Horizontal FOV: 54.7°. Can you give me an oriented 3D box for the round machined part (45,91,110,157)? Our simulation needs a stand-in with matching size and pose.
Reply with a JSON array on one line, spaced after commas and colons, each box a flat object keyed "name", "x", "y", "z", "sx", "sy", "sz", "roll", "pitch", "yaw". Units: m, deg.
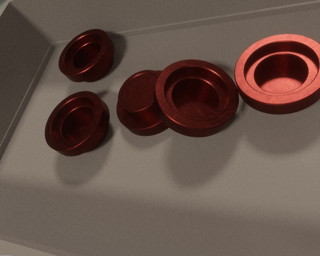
[{"name": "round machined part", "x": -0.115, "y": -0.002, "z": 0.455, "sx": 0.098, "sy": 0.042, "sz": 0.098, "roll": -13, "pitch": 56, "yaw": 20}]

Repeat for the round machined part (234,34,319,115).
[{"name": "round machined part", "x": 0.138, "y": -0.056, "z": 0.354, "sx": 0.098, "sy": 0.042, "sz": 0.098, "roll": -11, "pitch": 57, "yaw": 17}]

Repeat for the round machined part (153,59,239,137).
[{"name": "round machined part", "x": 0.041, "y": -0.032, "z": 0.374, "sx": 0.099, "sy": 0.042, "sz": 0.098, "roll": 3, "pitch": 61, "yaw": -5}]

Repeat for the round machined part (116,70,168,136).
[{"name": "round machined part", "x": -0.018, "y": -0.041, "z": 0.428, "sx": 0.098, "sy": 0.042, "sz": 0.098, "roll": -13, "pitch": 56, "yaw": 20}]

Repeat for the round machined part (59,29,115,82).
[{"name": "round machined part", "x": -0.119, "y": -0.117, "z": 0.527, "sx": 0.098, "sy": 0.042, "sz": 0.098, "roll": -13, "pitch": 56, "yaw": 20}]
